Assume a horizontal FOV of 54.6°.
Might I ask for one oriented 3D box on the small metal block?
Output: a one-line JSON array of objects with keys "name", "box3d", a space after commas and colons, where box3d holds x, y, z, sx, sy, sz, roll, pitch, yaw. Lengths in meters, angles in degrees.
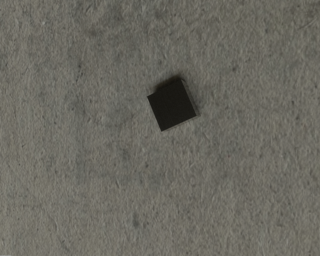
[{"name": "small metal block", "box3d": [0.018, -0.028, 0.403, 0.050, 0.025, 0.050, -25, 82, 18]}]
